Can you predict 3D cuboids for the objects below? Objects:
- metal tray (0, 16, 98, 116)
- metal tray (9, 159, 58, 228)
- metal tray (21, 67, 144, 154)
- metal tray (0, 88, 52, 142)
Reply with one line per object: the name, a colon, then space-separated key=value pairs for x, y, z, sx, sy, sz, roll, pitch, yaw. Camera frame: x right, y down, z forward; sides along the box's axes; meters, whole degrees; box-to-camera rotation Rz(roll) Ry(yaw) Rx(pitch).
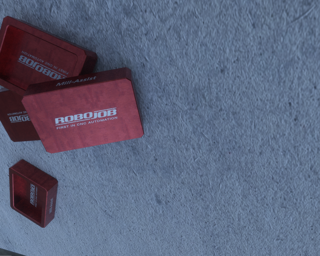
metal tray: x=-0.158 y=-0.082 z=0.413 sx=0.130 sy=0.030 sz=0.089 roll=26 pitch=103 yaw=12
metal tray: x=-0.255 y=0.134 z=0.620 sx=0.090 sy=0.030 sz=0.129 roll=28 pitch=128 yaw=10
metal tray: x=-0.092 y=-0.020 z=0.393 sx=0.131 sy=0.030 sz=0.089 roll=-10 pitch=127 yaw=1
metal tray: x=-0.206 y=-0.026 z=0.497 sx=0.130 sy=0.030 sz=0.090 roll=-5 pitch=116 yaw=30
